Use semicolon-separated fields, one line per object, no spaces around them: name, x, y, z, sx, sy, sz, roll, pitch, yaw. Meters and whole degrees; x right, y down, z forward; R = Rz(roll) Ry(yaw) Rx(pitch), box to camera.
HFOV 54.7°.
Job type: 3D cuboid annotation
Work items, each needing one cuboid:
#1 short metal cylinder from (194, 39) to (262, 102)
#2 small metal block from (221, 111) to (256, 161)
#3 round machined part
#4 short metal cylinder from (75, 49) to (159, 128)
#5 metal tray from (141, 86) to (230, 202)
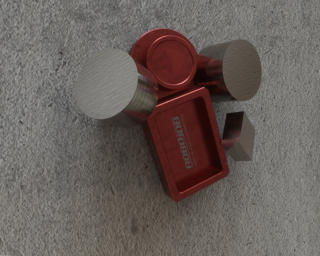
short metal cylinder;0.092;-0.075;0.420;0.081;0.050;0.079;-2;93;-38
small metal block;0.111;0.012;0.433;0.050;0.025;0.050;47;49;-41
round machined part;0.009;-0.082;0.405;0.099;0.042;0.097;0;90;-20
short metal cylinder;-0.049;-0.043;0.356;0.050;0.080;0.080;26;78;-63
metal tray;0.034;0.020;0.408;0.091;0.030;0.129;-23;107;-19
